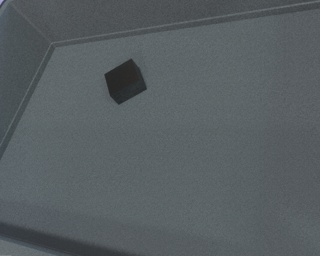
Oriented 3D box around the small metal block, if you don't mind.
[{"bbox_3d":[-0.053,-0.071,0.476,0.050,0.025,0.050,-28,52,10],"label":"small metal block"}]
